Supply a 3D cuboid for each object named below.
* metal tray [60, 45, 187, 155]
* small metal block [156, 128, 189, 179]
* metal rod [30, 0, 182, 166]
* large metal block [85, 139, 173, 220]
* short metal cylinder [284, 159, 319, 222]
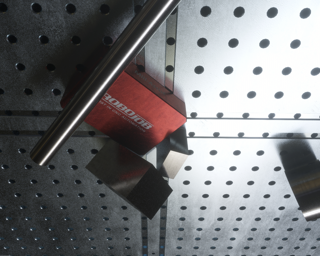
[{"bbox_3d":[-0.042,-0.028,0.384,0.130,0.030,0.090,35,122,-27],"label":"metal tray"},{"bbox_3d":[0.016,0.033,0.424,0.025,0.050,0.050,16,128,-14],"label":"small metal block"},{"bbox_3d":[-0.044,-0.069,0.314,0.025,0.025,0.299,34,111,-26],"label":"metal rod"},{"bbox_3d":[-0.040,0.069,0.416,0.050,0.080,0.080,-51,143,-16],"label":"large metal block"},{"bbox_3d":[0.225,0.091,0.457,0.050,0.080,0.080,-25,126,19],"label":"short metal cylinder"}]
